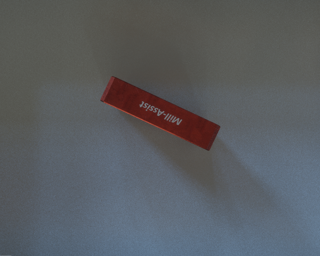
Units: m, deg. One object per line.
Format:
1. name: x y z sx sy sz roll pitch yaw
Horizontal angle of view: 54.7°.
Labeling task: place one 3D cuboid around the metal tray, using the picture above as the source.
1. metal tray: 0.000 -0.016 0.375 0.131 0.090 0.030 25 90 -1
